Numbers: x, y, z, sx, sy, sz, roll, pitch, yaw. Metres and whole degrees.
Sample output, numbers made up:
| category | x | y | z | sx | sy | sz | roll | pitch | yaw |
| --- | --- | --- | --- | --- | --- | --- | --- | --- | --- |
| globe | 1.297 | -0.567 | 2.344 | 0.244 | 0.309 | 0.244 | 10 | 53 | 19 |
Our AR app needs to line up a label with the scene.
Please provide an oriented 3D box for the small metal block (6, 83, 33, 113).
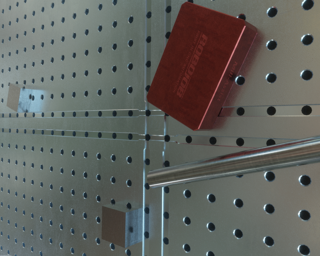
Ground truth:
| category | x | y | z | sx | sy | sz | roll | pitch | yaw |
| --- | --- | --- | --- | --- | --- | --- | --- | --- | --- |
| small metal block | -0.294 | -0.063 | 0.648 | 0.050 | 0.025 | 0.050 | 22 | 104 | 37 |

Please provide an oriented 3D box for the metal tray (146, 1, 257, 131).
| category | x | y | z | sx | sy | sz | roll | pitch | yaw |
| --- | --- | --- | --- | --- | --- | --- | --- | --- | --- |
| metal tray | 0.044 | -0.072 | 0.368 | 0.090 | 0.030 | 0.129 | 34 | 111 | 34 |

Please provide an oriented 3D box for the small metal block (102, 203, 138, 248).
| category | x | y | z | sx | sy | sz | roll | pitch | yaw |
| --- | --- | --- | --- | --- | --- | --- | --- | --- | --- |
| small metal block | -0.059 | 0.142 | 0.456 | 0.050 | 0.025 | 0.050 | 2 | 91 | 39 |

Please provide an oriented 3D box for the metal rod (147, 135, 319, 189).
| category | x | y | z | sx | sy | sz | roll | pitch | yaw |
| --- | --- | --- | --- | --- | --- | --- | --- | --- | --- |
| metal rod | 0.104 | 0.033 | 0.322 | 0.300 | 0.025 | 0.025 | -18 | 79 | 38 |
